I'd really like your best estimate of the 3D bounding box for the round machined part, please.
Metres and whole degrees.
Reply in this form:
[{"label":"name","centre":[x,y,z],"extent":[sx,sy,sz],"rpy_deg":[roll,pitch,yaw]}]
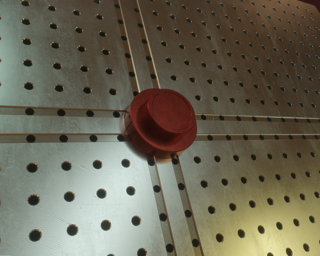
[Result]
[{"label":"round machined part","centre":[0.007,-0.013,0.410],"extent":[0.099,0.042,0.098],"rpy_deg":[14,56,-21]}]
